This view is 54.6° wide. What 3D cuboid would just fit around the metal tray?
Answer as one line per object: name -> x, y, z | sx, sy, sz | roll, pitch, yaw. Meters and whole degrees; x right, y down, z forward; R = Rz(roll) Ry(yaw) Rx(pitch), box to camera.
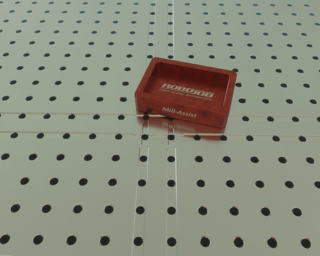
metal tray -> 0.039, -0.054, 0.450 | 0.130, 0.030, 0.090 | 13, 51, 10
